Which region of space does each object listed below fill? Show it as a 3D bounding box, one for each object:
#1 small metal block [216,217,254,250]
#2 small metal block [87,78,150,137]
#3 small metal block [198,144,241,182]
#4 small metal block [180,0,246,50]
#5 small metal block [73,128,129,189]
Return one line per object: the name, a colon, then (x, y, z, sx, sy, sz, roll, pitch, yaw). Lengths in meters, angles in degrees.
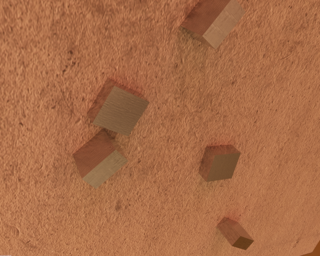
small metal block: (0.144, 0.203, 0.595, 0.050, 0.050, 0.025, 30, 102, -38)
small metal block: (-0.049, -0.024, 0.365, 0.050, 0.025, 0.050, 23, 106, -37)
small metal block: (0.094, 0.055, 0.492, 0.050, 0.025, 0.050, -3, 120, -27)
small metal block: (0.058, -0.122, 0.347, 0.025, 0.050, 0.050, 33, 100, -38)
small metal block: (-0.073, 0.036, 0.373, 0.050, 0.050, 0.025, -41, 130, 0)
